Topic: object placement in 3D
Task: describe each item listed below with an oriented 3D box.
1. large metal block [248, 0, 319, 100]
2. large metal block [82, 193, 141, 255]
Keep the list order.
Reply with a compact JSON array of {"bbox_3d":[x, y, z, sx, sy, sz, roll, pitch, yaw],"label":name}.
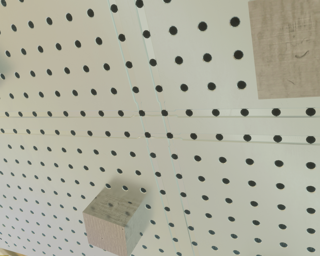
[{"bbox_3d":[0.114,-0.078,0.267,0.050,0.080,0.080,0,118,28],"label":"large metal block"},{"bbox_3d":[-0.082,0.170,0.541,0.080,0.050,0.079,13,124,21],"label":"large metal block"}]
